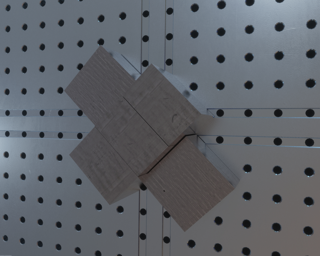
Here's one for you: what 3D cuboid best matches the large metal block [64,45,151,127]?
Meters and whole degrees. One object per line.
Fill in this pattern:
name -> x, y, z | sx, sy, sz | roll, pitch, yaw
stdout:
large metal block -> -0.066, -0.050, 0.419 | 0.080, 0.050, 0.080 | 47, 105, 13

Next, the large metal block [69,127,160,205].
large metal block -> -0.054, 0.044, 0.402 | 0.050, 0.080, 0.080 | -46, 76, 14

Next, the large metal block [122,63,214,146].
large metal block -> 0.014, -0.026, 0.378 | 0.050, 0.080, 0.080 | -46, 76, 14

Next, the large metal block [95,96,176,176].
large metal block -> -0.021, 0.009, 0.390 | 0.050, 0.080, 0.080 | -46, 76, 14

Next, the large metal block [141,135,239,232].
large metal block -> 0.039, 0.065, 0.385 | 0.080, 0.050, 0.080 | -46, 76, 15
